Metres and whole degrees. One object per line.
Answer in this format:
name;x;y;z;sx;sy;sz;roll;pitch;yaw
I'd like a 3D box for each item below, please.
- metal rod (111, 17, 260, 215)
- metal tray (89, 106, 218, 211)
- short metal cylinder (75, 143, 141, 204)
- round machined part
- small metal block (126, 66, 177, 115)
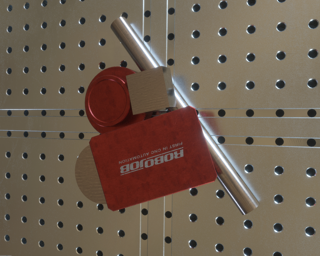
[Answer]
metal rod;0.026;-0.024;0.400;0.025;0.025;0.299;-38;78;16
metal tray;-0.008;0.036;0.368;0.131;0.030;0.090;-18;84;6
short metal cylinder;-0.066;0.057;0.418;0.080;0.050;0.079;0;90;20
round machined part;-0.061;-0.035;0.420;0.098;0.042;0.097;0;90;21
small metal block;-0.010;-0.046;0.387;0.050;0.025;0.050;-11;89;24
